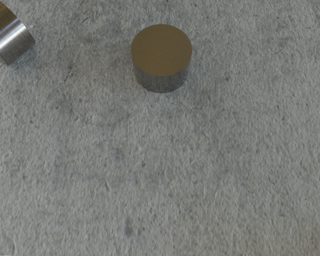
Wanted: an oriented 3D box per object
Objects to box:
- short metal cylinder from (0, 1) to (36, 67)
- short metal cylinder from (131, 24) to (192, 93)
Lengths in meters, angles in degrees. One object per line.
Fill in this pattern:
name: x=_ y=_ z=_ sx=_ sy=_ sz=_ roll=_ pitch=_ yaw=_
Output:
short metal cylinder: x=-0.220 y=-0.131 z=0.424 sx=0.080 sy=0.080 sz=0.050 roll=39 pitch=75 yaw=12
short metal cylinder: x=0.002 y=-0.095 z=0.430 sx=0.081 sy=0.050 sz=0.080 roll=0 pitch=70 yaw=0
